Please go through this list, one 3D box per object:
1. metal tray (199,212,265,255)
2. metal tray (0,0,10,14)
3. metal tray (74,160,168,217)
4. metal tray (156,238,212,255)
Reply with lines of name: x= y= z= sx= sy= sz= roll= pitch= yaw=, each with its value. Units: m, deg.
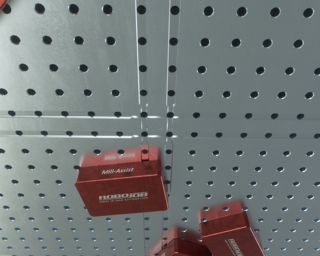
metal tray: x=0.140 y=0.218 z=0.595 sx=0.090 sy=0.030 sz=0.130 roll=-20 pitch=128 yaw=16
metal tray: x=-0.178 y=-0.149 z=0.280 sx=0.130 sy=0.030 sz=0.090 roll=-35 pitch=122 yaw=26
metal tray: x=-0.057 y=0.098 z=0.491 sx=0.131 sy=0.030 sz=0.090 roll=-6 pitch=130 yaw=5
metal tray: x=0.038 y=0.285 z=0.650 sx=0.090 sy=0.030 sz=0.129 roll=23 pitch=127 yaw=-19
